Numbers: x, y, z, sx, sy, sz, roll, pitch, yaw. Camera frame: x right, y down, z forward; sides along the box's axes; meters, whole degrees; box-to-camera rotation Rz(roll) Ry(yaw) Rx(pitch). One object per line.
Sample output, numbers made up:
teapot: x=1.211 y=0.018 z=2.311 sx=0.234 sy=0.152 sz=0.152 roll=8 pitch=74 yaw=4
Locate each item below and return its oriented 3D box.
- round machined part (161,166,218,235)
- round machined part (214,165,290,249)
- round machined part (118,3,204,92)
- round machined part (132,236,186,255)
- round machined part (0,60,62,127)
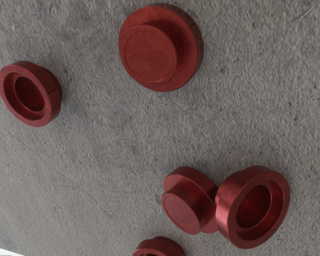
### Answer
round machined part: x=0.040 y=0.104 z=0.420 sx=0.098 sy=0.042 sz=0.097 roll=31 pitch=139 yaw=32
round machined part: x=0.105 y=0.090 z=0.372 sx=0.042 sy=0.099 sz=0.097 roll=28 pitch=139 yaw=57
round machined part: x=-0.005 y=-0.085 z=0.346 sx=0.098 sy=0.042 sz=0.097 roll=13 pitch=124 yaw=21
round machined part: x=0.005 y=0.227 z=0.534 sx=0.098 sy=0.042 sz=0.097 roll=13 pitch=124 yaw=21
round machined part: x=-0.187 y=-0.054 z=0.461 sx=0.098 sy=0.042 sz=0.097 roll=13 pitch=124 yaw=21
